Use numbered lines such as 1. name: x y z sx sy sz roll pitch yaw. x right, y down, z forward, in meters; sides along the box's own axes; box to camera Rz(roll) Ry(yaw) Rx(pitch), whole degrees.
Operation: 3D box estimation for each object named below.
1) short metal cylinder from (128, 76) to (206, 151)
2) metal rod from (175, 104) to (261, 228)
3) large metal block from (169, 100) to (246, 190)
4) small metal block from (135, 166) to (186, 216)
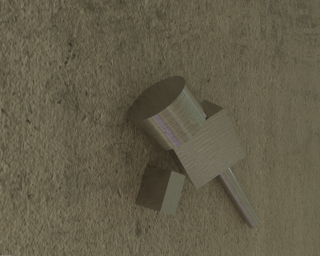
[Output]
1. short metal cylinder: 0.009 -0.019 0.378 0.080 0.080 0.050 -53 121 -27
2. metal rod: 0.090 0.055 0.483 0.025 0.025 0.299 -49 119 -29
3. large metal block: 0.056 0.021 0.416 0.080 0.050 0.080 -33 115 -7
4. small metal block: 0.000 0.078 0.391 0.025 0.050 0.050 27 73 -37
